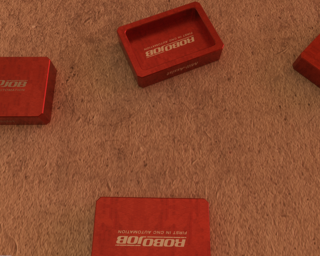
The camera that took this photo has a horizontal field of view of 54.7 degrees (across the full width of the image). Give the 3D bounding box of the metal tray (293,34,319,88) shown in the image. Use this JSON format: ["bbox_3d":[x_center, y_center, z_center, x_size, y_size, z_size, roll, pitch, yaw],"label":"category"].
[{"bbox_3d":[0.270,-0.110,0.447,0.090,0.030,0.130,42,75,14],"label":"metal tray"}]

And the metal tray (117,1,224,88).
[{"bbox_3d":[0.014,-0.122,0.450,0.131,0.030,0.090,-22,72,-8],"label":"metal tray"}]

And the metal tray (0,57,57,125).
[{"bbox_3d":[-0.215,-0.051,0.422,0.131,0.030,0.090,0,70,0],"label":"metal tray"}]

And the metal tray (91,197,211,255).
[{"bbox_3d":[-0.009,0.128,0.358,0.131,0.030,0.090,1,70,0],"label":"metal tray"}]
